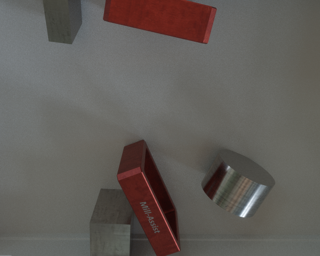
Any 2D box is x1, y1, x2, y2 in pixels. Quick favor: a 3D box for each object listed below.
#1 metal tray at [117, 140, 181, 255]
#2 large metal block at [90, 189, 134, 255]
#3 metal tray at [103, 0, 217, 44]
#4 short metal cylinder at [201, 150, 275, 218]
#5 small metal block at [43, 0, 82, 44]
[{"bbox_3d":[-0.012,0.091,0.409,0.030,0.090,0.129,-21,109,7],"label":"metal tray"},{"bbox_3d":[-0.064,0.142,0.433,0.050,0.080,0.079,3,110,-2],"label":"large metal block"},{"bbox_3d":[-0.001,-0.115,0.313,0.091,0.130,0.030,11,110,-5],"label":"metal tray"},{"bbox_3d":[0.102,0.071,0.410,0.080,0.080,0.050,23,108,-9],"label":"short metal cylinder"},{"bbox_3d":[-0.105,-0.128,0.340,0.025,0.050,0.050,7,135,-3],"label":"small metal block"}]
